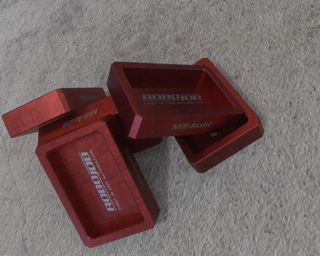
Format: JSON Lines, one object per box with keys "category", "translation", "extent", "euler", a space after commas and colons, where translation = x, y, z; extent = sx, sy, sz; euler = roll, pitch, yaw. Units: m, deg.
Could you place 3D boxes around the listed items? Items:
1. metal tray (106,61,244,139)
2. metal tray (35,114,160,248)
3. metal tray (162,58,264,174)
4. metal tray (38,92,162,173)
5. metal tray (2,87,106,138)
{"category": "metal tray", "translation": [0.017, -0.034, 0.345], "extent": [0.131, 0.030, 0.090], "euler": [-4, 46, -28]}
{"category": "metal tray", "translation": [-0.068, 0.061, 0.346], "extent": [0.090, 0.030, 0.129], "euler": [-23, 98, 15]}
{"category": "metal tray", "translation": [0.053, -0.020, 0.385], "extent": [0.090, 0.030, 0.130], "euler": [-33, 52, 6]}
{"category": "metal tray", "translation": [-0.074, 0.010, 0.395], "extent": [0.130, 0.090, 0.030], "euler": [-22, 54, 14]}
{"category": "metal tray", "translation": [-0.136, -0.025, 0.429], "extent": [0.090, 0.130, 0.030], "euler": [-22, 92, 15]}
